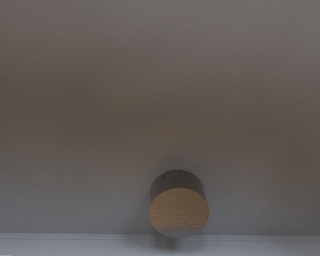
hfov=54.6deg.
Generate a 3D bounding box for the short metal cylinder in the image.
[{"bbox_3d":[0.026,0.106,0.437,0.080,0.050,0.079,0,110,0],"label":"short metal cylinder"}]
